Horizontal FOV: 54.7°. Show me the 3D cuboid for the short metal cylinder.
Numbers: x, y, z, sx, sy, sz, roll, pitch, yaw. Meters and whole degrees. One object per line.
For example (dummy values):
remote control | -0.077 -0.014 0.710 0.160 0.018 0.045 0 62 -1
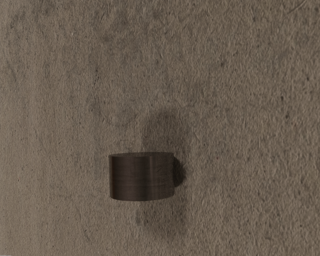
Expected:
short metal cylinder | -0.022 0.058 0.386 0.080 0.081 0.050 -2 89 39
